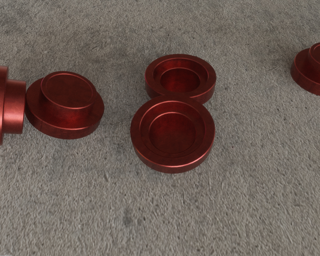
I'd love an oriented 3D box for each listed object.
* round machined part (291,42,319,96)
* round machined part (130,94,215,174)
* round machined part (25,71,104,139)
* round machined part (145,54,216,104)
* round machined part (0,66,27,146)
[{"bbox_3d":[0.257,-0.095,0.474,0.099,0.042,0.098,0,50,0],"label":"round machined part"},{"bbox_3d":[0.015,0.010,0.377,0.099,0.042,0.098,-1,60,1],"label":"round machined part"},{"bbox_3d":[-0.120,-0.036,0.400,0.099,0.042,0.098,16,44,-16],"label":"round machined part"},{"bbox_3d":[0.028,-0.060,0.441,0.099,0.042,0.098,0,48,0],"label":"round machined part"},{"bbox_3d":[-0.190,-0.027,0.382,0.042,0.097,0.098,5,47,-25],"label":"round machined part"}]
